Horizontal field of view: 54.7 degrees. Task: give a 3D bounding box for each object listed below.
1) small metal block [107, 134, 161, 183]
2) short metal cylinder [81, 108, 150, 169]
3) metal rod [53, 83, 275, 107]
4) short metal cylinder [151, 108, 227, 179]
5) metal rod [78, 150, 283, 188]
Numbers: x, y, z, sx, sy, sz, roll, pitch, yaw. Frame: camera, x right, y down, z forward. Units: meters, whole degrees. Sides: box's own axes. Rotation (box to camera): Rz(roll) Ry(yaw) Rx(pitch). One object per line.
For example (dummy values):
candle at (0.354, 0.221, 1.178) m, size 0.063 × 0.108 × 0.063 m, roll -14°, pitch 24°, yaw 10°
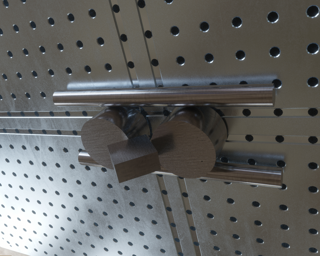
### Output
small metal block at (-0.032, 0.035, 0.369) m, size 0.050 × 0.050 × 0.025 m, roll -16°, pitch 116°, yaw -12°
short metal cylinder at (-0.061, 0.011, 0.429) m, size 0.080 × 0.050 × 0.079 m, roll 13°, pitch 124°, yaw 21°
metal rod at (-0.015, -0.039, 0.390) m, size 0.301 × 0.025 × 0.025 m, roll 2°, pitch 119°, yaw 27°
short metal cylinder at (0.036, 0.015, 0.381) m, size 0.080 × 0.050 × 0.079 m, roll 13°, pitch 124°, yaw 21°
metal rod at (0.010, 0.053, 0.434) m, size 0.301 × 0.025 × 0.025 m, roll 2°, pitch 120°, yaw 27°
